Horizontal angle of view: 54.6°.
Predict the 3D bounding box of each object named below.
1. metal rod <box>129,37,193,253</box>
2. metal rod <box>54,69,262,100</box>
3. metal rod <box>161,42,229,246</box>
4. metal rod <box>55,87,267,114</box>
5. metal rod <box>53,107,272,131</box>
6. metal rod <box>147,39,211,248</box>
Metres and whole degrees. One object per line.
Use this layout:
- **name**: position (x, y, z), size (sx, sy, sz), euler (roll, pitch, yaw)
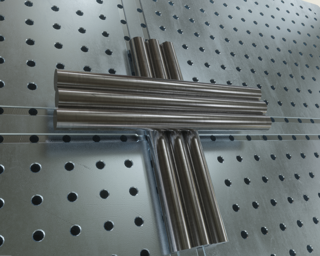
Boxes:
- **metal rod**: position (-0.005, 0.003, 0.403), size (0.025, 0.025, 0.299), euler (2, 61, -27)
- **metal rod**: position (0.017, -0.053, 0.417), size (0.302, 0.025, 0.025), euler (0, 62, -28)
- **metal rod**: position (0.039, 0.003, 0.426), size (0.025, 0.025, 0.299), euler (2, 61, -27)
- **metal rod**: position (0.022, -0.031, 0.406), size (0.302, 0.025, 0.025), euler (0, 62, -28)
- **metal rod**: position (0.024, -0.009, 0.394), size (0.302, 0.025, 0.025), euler (0, 62, -28)
- **metal rod**: position (0.016, 0.002, 0.415), size (0.025, 0.025, 0.299), euler (2, 61, -27)
